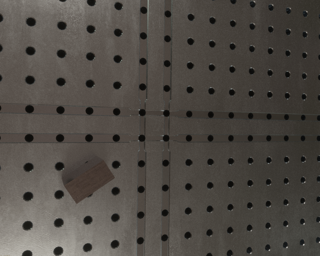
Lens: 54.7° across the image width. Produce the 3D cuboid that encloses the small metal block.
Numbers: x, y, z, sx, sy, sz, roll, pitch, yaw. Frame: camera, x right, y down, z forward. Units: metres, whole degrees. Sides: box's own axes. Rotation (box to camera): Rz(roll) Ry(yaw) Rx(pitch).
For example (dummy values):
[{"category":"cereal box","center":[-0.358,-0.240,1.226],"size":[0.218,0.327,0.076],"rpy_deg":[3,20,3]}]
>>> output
[{"category":"small metal block","center":[-0.086,0.060,0.368],"size":[0.050,0.050,0.025],"rpy_deg":[-33,101,-17]}]
